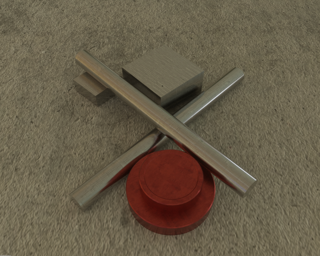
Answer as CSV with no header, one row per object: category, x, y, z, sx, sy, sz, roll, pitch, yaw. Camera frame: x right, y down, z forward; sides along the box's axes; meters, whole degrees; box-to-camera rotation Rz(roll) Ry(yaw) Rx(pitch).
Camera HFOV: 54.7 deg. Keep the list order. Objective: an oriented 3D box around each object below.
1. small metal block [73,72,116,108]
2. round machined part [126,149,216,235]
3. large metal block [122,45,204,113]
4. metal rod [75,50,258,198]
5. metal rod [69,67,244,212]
small metal block,-0.090,-0.063,0.458,0.050,0.025,0.050,35,58,25
round machined part,0.012,0.062,0.341,0.099,0.042,0.098,0,50,0
large metal block,0.004,-0.066,0.445,0.080,0.050,0.080,-34,58,-26
metal rod,-0.011,-0.020,0.389,0.025,0.025,0.300,-36,59,-27
metal rod,0.014,0.000,0.407,0.025,0.025,0.302,37,59,26
